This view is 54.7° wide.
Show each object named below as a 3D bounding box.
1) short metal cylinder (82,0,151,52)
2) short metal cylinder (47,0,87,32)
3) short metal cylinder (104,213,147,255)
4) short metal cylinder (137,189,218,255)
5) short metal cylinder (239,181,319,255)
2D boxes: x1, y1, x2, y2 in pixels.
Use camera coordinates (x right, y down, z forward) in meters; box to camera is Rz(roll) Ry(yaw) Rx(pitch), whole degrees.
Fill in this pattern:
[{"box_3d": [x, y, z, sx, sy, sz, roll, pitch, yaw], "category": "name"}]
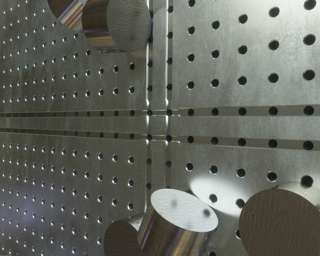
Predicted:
[{"box_3d": [-0.058, -0.143, 0.421, 0.050, 0.081, 0.079, 10, 97, 39], "category": "short metal cylinder"}, {"box_3d": [-0.123, -0.196, 0.475, 0.050, 0.081, 0.080, -29, 72, 36], "category": "short metal cylinder"}, {"box_3d": [-0.030, 0.159, 0.418, 0.080, 0.050, 0.079, 0, 90, 40], "category": "short metal cylinder"}, {"box_3d": [0.020, 0.114, 0.357, 0.080, 0.081, 0.050, 31, 110, 35], "category": "short metal cylinder"}, {"box_3d": [0.123, 0.093, 0.292, 0.080, 0.050, 0.079, 0, 90, 40], "category": "short metal cylinder"}]
